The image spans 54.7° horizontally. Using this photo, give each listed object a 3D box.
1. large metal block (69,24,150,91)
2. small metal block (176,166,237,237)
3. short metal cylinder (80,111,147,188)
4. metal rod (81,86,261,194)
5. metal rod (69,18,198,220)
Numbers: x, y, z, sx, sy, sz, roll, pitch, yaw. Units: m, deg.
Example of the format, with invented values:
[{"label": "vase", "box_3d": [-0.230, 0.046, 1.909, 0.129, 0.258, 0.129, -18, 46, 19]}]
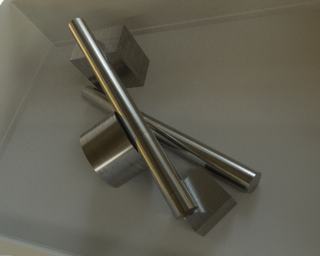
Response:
[{"label": "large metal block", "box_3d": [-0.073, -0.102, 0.469, 0.080, 0.080, 0.050, -4, 60, 26]}, {"label": "small metal block", "box_3d": [0.044, 0.078, 0.332, 0.050, 0.025, 0.050, -44, 51, -3]}, {"label": "short metal cylinder", "box_3d": [-0.051, 0.025, 0.377, 0.050, 0.080, 0.080, -35, 52, 5]}, {"label": "metal rod", "box_3d": [-0.009, 0.000, 0.407, 0.300, 0.025, 0.025, 28, 77, 37]}, {"label": "metal rod", "box_3d": [-0.045, -0.030, 0.370, 0.025, 0.025, 0.299, -35, 64, 5]}]
